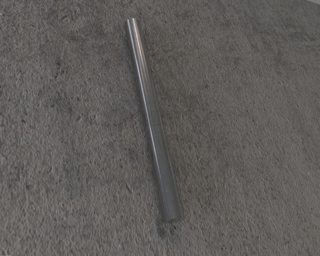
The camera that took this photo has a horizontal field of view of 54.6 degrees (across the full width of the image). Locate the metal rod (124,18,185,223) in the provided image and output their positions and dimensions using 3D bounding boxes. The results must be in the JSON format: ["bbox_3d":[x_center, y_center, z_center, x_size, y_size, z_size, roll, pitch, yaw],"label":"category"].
[{"bbox_3d":[-0.013,-0.028,0.412,0.025,0.025,0.299,2,61,-27],"label":"metal rod"}]
